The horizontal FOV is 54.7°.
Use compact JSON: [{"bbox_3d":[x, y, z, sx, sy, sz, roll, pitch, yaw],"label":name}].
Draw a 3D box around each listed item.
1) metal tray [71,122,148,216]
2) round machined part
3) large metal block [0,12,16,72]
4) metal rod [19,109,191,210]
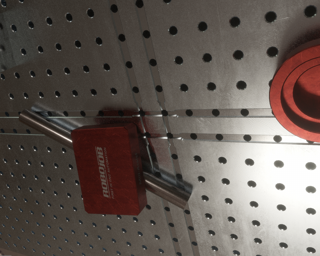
[{"bbox_3d":[-0.073,0.060,0.451,0.090,0.030,0.129,-4,101,19],"label":"metal tray"},{"bbox_3d":[0.158,-0.038,0.294,0.098,0.042,0.097,13,124,20],"label":"round machined part"},{"bbox_3d":[-0.271,-0.128,0.456,0.080,0.050,0.079,13,124,20],"label":"large metal block"},{"bbox_3d":[-0.092,0.044,0.484,0.301,0.025,0.025,26,127,11],"label":"metal rod"}]
